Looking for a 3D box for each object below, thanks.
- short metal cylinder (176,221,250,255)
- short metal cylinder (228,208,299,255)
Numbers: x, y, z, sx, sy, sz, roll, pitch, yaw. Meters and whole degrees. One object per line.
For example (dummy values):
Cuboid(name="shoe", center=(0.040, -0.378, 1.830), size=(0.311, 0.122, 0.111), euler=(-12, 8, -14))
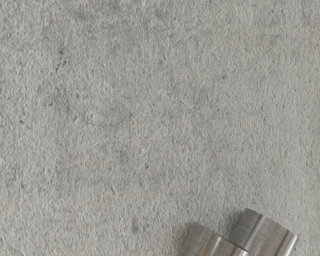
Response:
Cuboid(name="short metal cylinder", center=(0.069, 0.165, 0.405), size=(0.080, 0.080, 0.050), euler=(33, 80, -17))
Cuboid(name="short metal cylinder", center=(0.144, 0.156, 0.433), size=(0.080, 0.080, 0.050), euler=(36, 78, -17))
